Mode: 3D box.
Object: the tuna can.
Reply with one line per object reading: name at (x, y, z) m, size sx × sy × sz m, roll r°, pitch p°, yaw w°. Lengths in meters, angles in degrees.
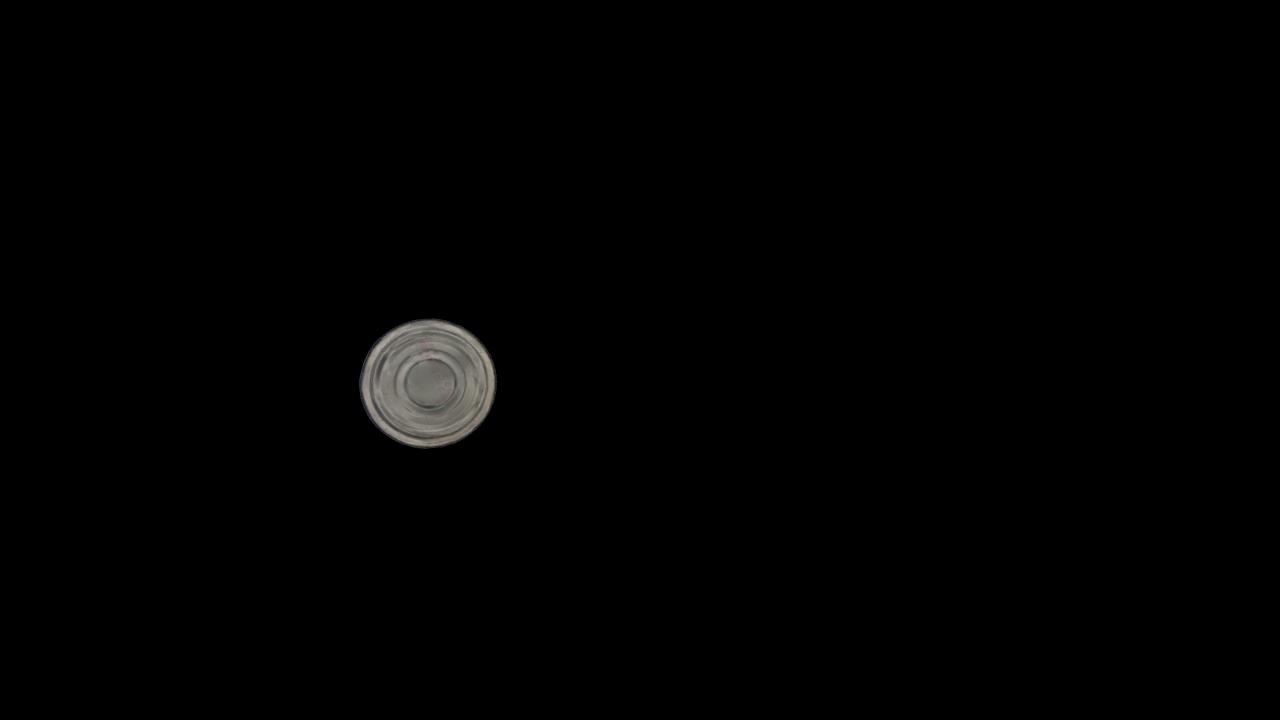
tuna can at (-0.137, 0.015, 0.401) m, size 0.084 × 0.084 × 0.034 m, roll 0°, pitch 0°, yaw -20°
